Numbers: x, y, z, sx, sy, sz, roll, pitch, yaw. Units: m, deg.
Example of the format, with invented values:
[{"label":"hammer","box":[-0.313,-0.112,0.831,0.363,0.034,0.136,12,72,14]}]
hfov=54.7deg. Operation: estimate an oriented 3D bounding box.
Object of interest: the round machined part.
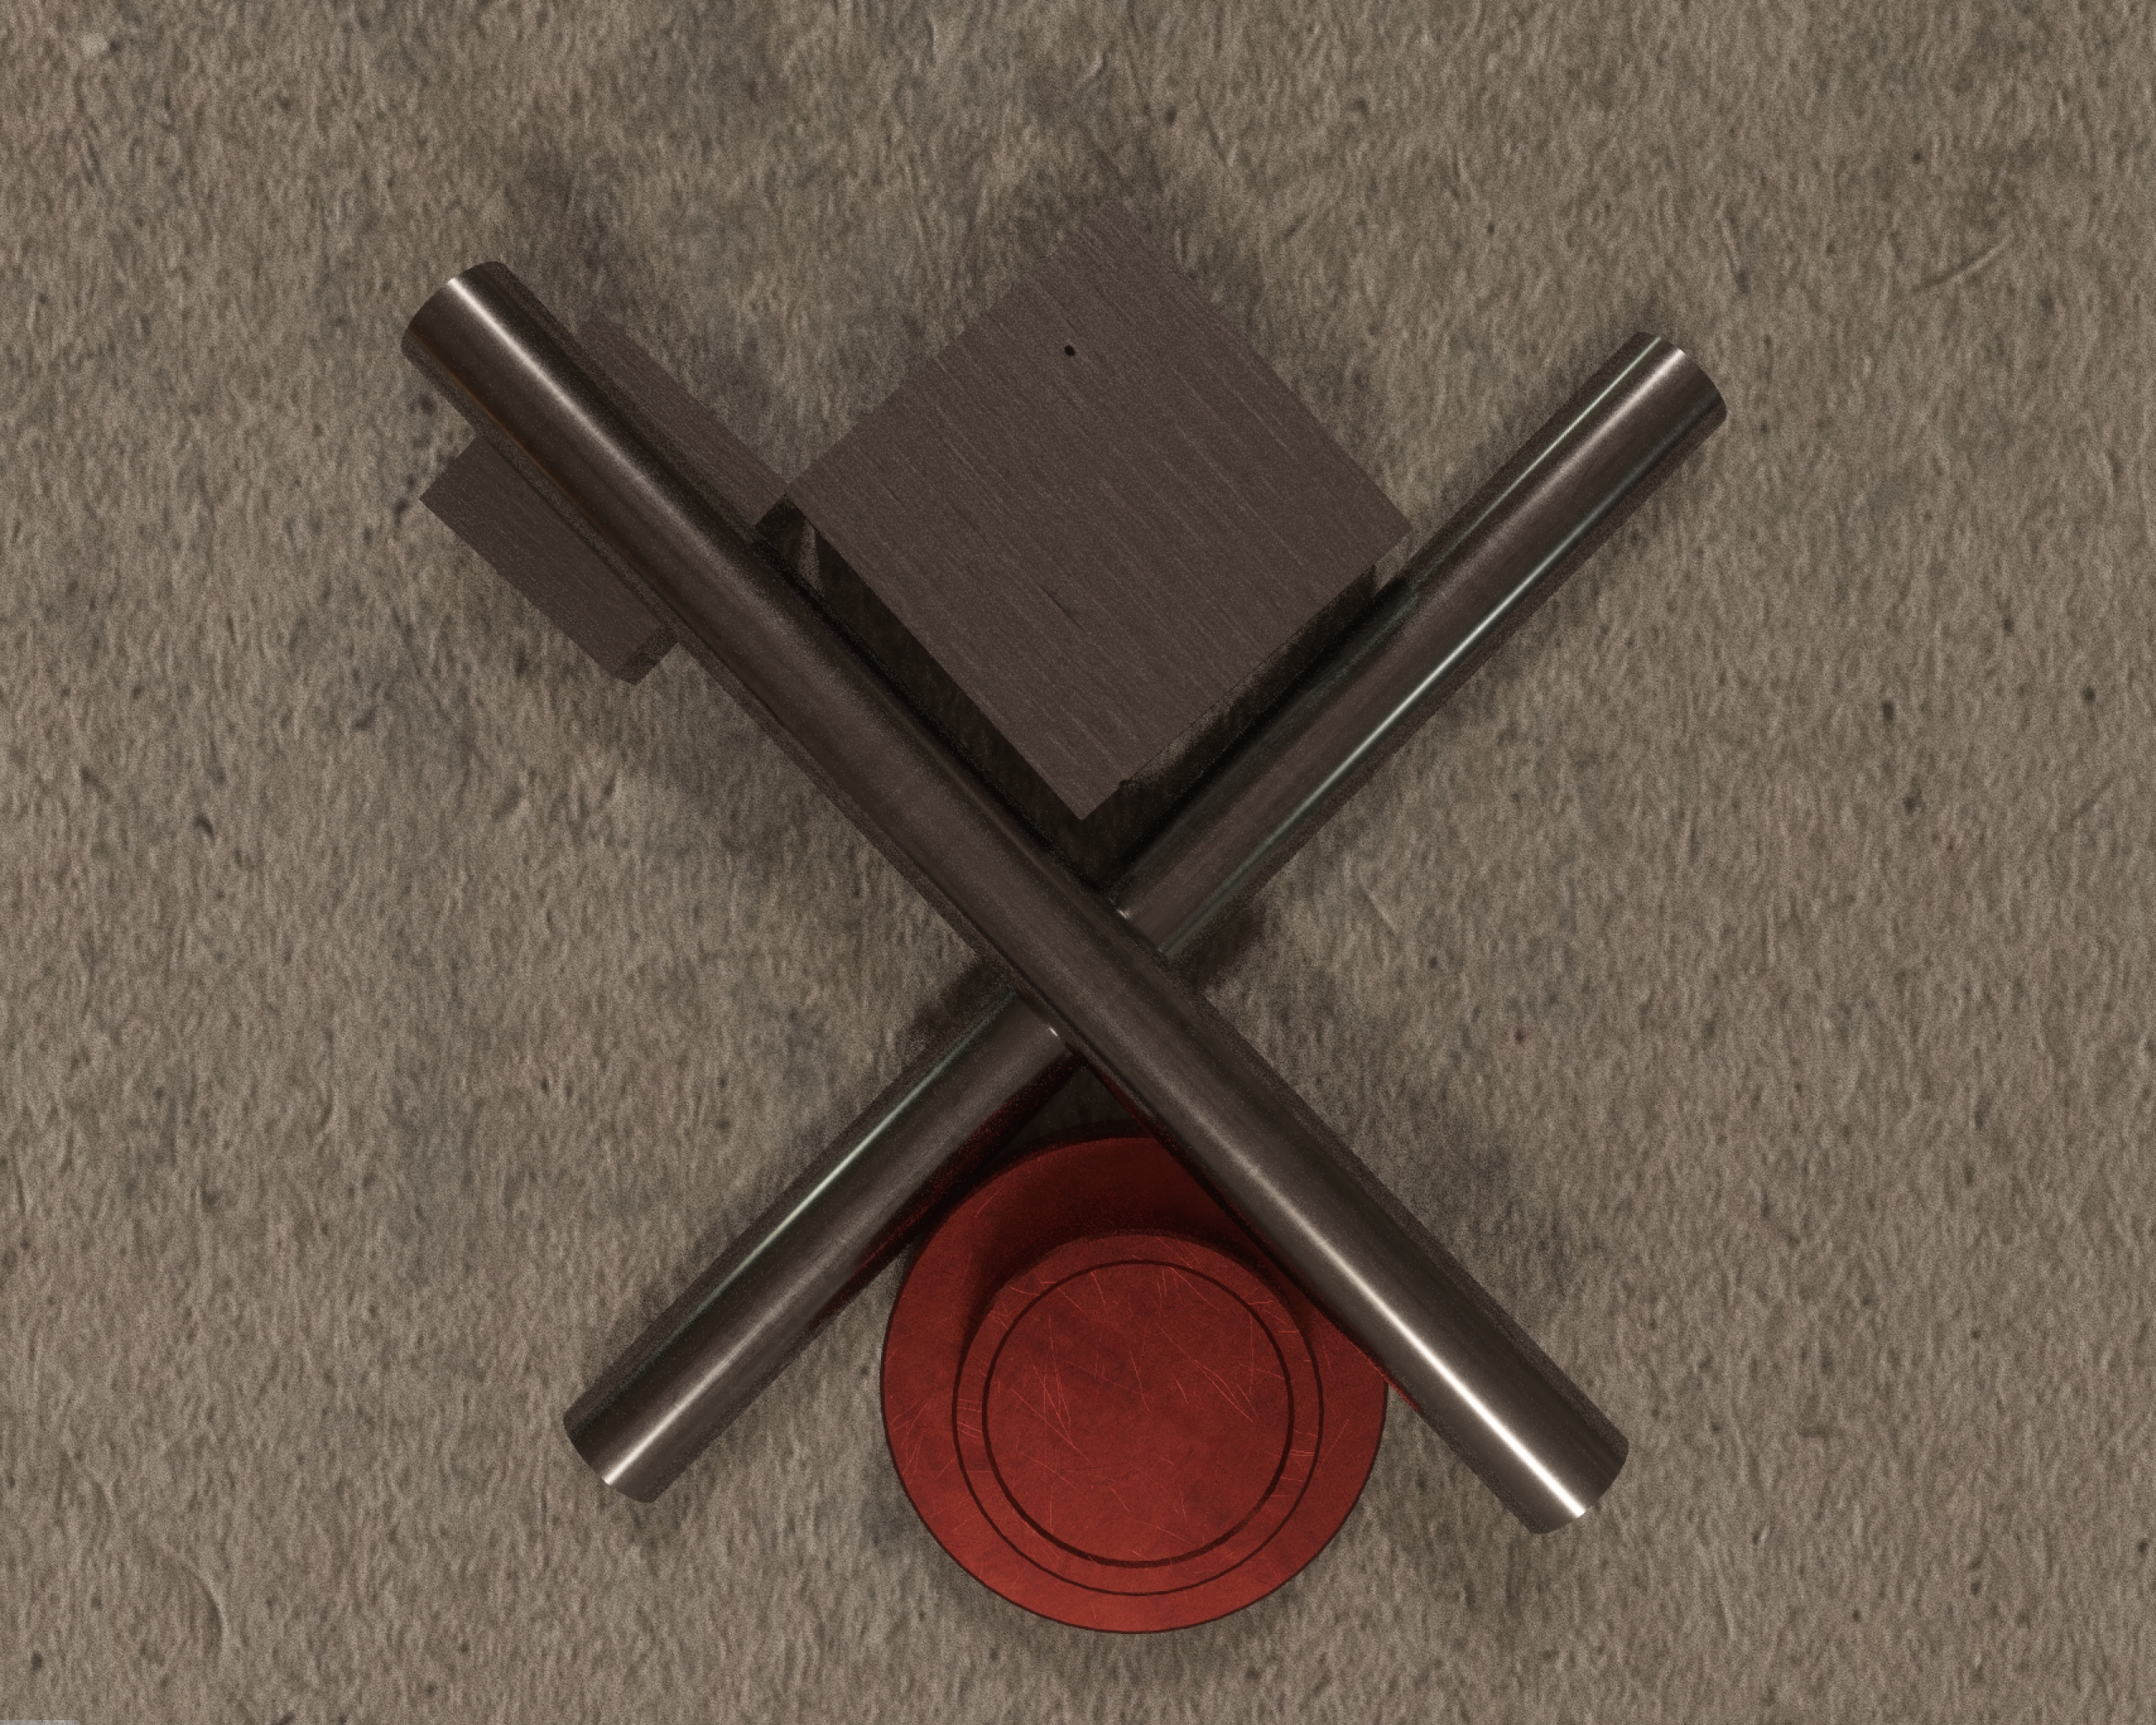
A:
[{"label":"round machined part","box":[0.011,0.101,0.402,0.099,0.042,0.097,0,90,-1]}]

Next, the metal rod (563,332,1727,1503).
[{"label":"metal rod","box":[0.014,0.010,0.413,0.025,0.025,0.300,45,89,-1]}]

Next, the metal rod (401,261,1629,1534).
[{"label":"metal rod","box":[-0.011,0.007,0.385,0.025,0.025,0.300,-44,91,0]}]

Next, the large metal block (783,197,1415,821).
[{"label":"large metal block","box":[0.004,-0.064,0.400,0.080,0.050,0.080,-42,91,0]}]

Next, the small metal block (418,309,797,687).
[{"label":"small metal block","box":[-0.090,-0.071,0.411,0.050,0.025,0.050,43,90,-1]}]
